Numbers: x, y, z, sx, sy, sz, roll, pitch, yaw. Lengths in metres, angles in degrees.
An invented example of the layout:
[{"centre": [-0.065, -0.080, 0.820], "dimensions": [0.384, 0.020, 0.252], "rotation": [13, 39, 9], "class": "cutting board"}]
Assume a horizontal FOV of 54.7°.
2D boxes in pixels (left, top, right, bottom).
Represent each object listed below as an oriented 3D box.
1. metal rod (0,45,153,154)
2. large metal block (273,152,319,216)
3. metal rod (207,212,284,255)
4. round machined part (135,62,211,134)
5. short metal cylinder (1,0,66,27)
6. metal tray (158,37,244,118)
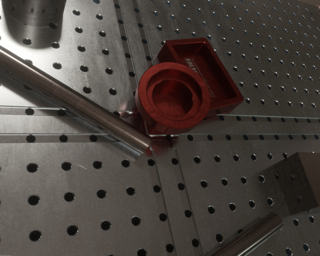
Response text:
[{"centre": [-0.143, -0.056, 0.365], "dimensions": [0.301, 0.025, 0.025], "rotation": [32, 52, -8], "class": "metal rod"}, {"centre": [0.231, 0.084, 0.468], "dimensions": [0.081, 0.050, 0.080], "rotation": [4, 60, -26], "class": "large metal block"}, {"centre": [0.036, 0.162, 0.330], "dimensions": [0.302, 0.025, 0.025], "rotation": [-17, 71, -35], "class": "metal rod"}, {"centre": [0.015, -0.037, 0.420], "dimensions": [0.099, 0.042, 0.098], "rotation": [6, 67, -13], "class": "round machined part"}, {"centre": [-0.167, -0.183, 0.415], "dimensions": [0.081, 0.050, 0.080], "rotation": [14, 56, -21], "class": "short metal cylinder"}, {"centre": [0.064, -0.082, 0.491], "dimensions": [0.091, 0.030, 0.130], "rotation": [-16, 70, -35], "class": "metal tray"}]
